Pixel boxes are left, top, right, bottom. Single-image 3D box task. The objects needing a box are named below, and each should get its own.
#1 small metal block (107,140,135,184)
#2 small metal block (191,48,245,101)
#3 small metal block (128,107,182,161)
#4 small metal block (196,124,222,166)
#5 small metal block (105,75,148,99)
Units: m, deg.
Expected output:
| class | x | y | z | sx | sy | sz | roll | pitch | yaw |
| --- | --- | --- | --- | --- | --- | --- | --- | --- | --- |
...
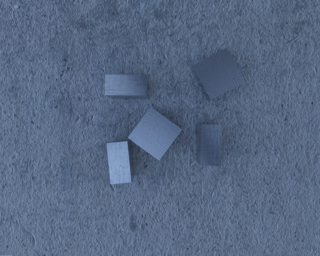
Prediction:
| class | x | y | z | sx | sy | sz | roll | pitch | yaw |
| --- | --- | --- | --- | --- | --- | --- | --- | --- | --- |
| small metal block | -0.049 | 0.042 | 0.397 | 0.025 | 0.050 | 0.050 | -6 | 90 | 0 |
| small metal block | 0.076 | -0.070 | 0.410 | 0.050 | 0.025 | 0.050 | -28 | 90 | 0 |
| small metal block | -0.006 | 0.007 | 0.410 | 0.050 | 0.025 | 0.050 | 36 | 90 | 0 |
| small metal block | 0.062 | 0.020 | 0.398 | 0.025 | 0.050 | 0.050 | 1 | 90 | 0 |
| small metal block | -0.041 | -0.052 | 0.397 | 0.050 | 0.050 | 0.025 | 0 | 90 | 0 |
